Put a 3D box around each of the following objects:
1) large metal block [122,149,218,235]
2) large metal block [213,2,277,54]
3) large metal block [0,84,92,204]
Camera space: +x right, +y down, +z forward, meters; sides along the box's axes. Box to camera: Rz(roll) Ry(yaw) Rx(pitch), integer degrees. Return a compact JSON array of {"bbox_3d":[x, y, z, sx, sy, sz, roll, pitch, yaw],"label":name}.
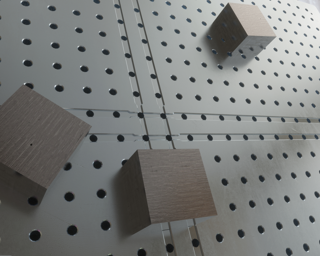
[{"bbox_3d":[0.009,0.071,0.355,0.081,0.050,0.080,2,61,-28],"label":"large metal block"},{"bbox_3d":[0.164,-0.192,0.600,0.081,0.050,0.080,-9,67,-33],"label":"large metal block"},{"bbox_3d":[-0.130,0.016,0.313,0.080,0.050,0.080,33,51,-7],"label":"large metal block"}]
